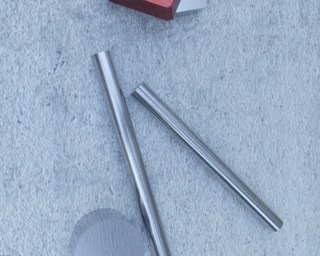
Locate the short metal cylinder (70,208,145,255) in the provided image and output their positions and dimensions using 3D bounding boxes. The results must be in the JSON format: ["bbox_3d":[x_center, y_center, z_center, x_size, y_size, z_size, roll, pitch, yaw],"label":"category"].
[{"bbox_3d":[-0.065,0.143,0.373,0.081,0.050,0.079,0,90,-21],"label":"short metal cylinder"}]

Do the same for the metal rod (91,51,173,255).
[{"bbox_3d":[-0.031,0.051,0.398,0.025,0.025,0.298,-19,97,-19],"label":"metal rod"}]

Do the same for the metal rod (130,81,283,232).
[{"bbox_3d":[0.074,0.049,0.437,0.300,0.025,0.025,44,76,-15],"label":"metal rod"}]

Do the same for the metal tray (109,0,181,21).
[{"bbox_3d":[-0.004,-0.209,0.385,0.090,0.030,0.130,22,82,7],"label":"metal tray"}]

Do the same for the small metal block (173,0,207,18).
[{"bbox_3d":[0.030,-0.181,0.421,0.050,0.025,0.050,-17,96,-20],"label":"small metal block"}]
